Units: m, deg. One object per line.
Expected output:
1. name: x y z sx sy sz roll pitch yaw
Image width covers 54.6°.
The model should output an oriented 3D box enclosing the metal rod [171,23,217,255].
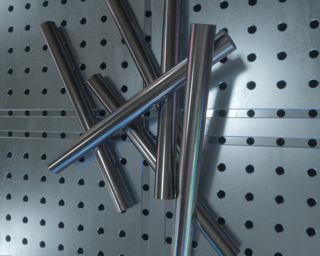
1. metal rod: 0.034 0.040 0.350 0.025 0.025 0.298 11 112 20

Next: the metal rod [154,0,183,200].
1. metal rod: 0.013 -0.064 0.388 0.025 0.025 0.299 0 82 20

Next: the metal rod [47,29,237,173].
1. metal rod: -0.041 -0.018 0.385 0.299 0.025 0.025 -33 79 26

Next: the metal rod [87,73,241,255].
1. metal rod: -0.003 0.044 0.413 0.025 0.025 0.300 -42 77 15

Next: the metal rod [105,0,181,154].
1. metal rod: -0.023 -0.094 0.421 0.025 0.025 0.299 -28 81 18

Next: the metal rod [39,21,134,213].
1. metal rod: -0.109 -0.022 0.451 0.025 0.025 0.299 -28 81 18
